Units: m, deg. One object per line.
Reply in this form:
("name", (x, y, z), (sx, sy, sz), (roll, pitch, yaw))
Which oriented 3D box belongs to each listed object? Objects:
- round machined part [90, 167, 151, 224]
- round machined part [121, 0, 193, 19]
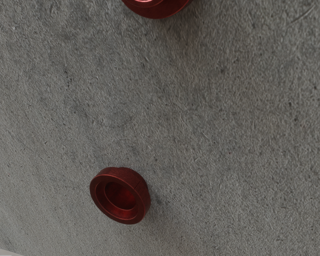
("round machined part", (-0.058, 0.101, 0.489), (0.098, 0.042, 0.097), (13, 124, 21))
("round machined part", (-0.009, -0.157, 0.304), (0.098, 0.042, 0.097), (13, 124, 21))
